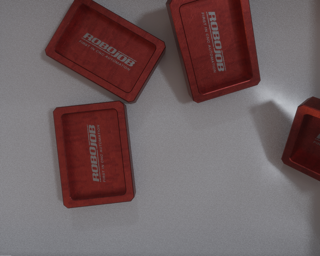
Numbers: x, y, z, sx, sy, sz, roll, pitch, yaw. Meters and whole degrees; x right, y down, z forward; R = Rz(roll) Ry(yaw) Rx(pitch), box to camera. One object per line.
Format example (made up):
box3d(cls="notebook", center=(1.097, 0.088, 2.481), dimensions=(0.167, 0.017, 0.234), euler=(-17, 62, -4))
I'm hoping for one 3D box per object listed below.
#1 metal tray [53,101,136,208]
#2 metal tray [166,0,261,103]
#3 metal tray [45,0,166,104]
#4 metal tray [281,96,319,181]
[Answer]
box3d(cls="metal tray", center=(-0.084, 0.034, 0.407), dimensions=(0.091, 0.030, 0.129), euler=(-6, 90, -1))
box3d(cls="metal tray", center=(0.068, -0.105, 0.384), dimensions=(0.090, 0.030, 0.129), euler=(-17, 114, 0))
box3d(cls="metal tray", center=(-0.069, -0.101, 0.407), dimensions=(0.130, 0.030, 0.090), euler=(30, 90, -1))
box3d(cls="metal tray", center=(0.217, 0.028, 0.355), dimensions=(0.130, 0.030, 0.089), euler=(29, 133, 34))
